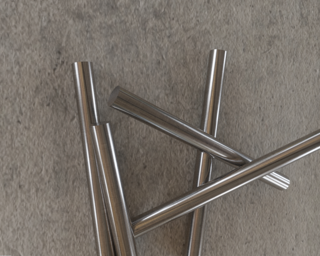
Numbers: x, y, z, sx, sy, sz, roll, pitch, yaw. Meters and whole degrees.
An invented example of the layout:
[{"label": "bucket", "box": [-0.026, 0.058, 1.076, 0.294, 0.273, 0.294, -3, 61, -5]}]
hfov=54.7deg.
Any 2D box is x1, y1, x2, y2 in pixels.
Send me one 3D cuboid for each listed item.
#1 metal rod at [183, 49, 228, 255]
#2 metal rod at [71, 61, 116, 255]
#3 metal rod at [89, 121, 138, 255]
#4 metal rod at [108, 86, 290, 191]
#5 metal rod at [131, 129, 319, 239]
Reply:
[{"label": "metal rod", "box": [0.063, 0.040, 0.433, 0.025, 0.025, 0.298, 9, 87, -20]}, {"label": "metal rod", "box": [-0.076, 0.070, 0.381, 0.025, 0.025, 0.298, -8, 93, -20]}, {"label": "metal rod", "box": [-0.043, 0.139, 0.377, 0.025, 0.025, 0.298, -14, 101, -20]}, {"label": "metal rod", "box": [0.069, 0.025, 0.406, 0.301, 0.025, 0.025, 27, 81, -28]}, {"label": "metal rod", "box": [0.100, 0.068, 0.409, 0.301, 0.025, 0.025, -25, 99, -4]}]
